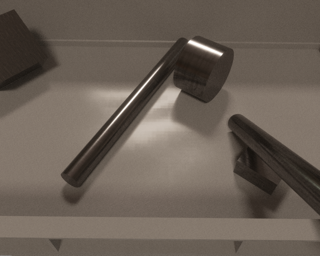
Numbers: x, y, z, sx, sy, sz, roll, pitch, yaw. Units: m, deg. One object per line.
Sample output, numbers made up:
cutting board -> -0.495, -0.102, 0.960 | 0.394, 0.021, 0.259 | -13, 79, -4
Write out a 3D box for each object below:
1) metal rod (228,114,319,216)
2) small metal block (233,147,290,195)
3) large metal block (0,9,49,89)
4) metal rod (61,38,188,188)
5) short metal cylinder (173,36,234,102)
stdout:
metal rod -> 0.114, 0.034, 0.272 | 0.025, 0.025, 0.300 | -3, 16, -3
small metal block -> 0.125, 0.043, 0.371 | 0.050, 0.025, 0.050 | 32, 57, 24
large metal block -> -0.227, -0.113, 0.454 | 0.080, 0.050, 0.080 | -40, 104, -29
metal rod -> -0.031, -0.041, 0.438 | 0.025, 0.025, 0.301 | 23, 53, 17
short metal cylinder -> 0.063, -0.084, 0.441 | 0.050, 0.080, 0.080 | 29, 56, 22
